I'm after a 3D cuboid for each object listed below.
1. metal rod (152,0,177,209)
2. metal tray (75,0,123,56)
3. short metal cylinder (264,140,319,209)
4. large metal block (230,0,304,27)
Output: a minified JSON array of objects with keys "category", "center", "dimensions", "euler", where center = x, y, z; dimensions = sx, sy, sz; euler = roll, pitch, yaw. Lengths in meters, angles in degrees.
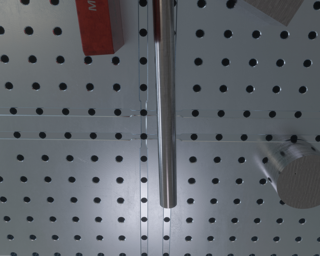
[{"category":"metal rod","center":[0.008,-0.029,0.402],"dimensions":[0.025,0.025,0.298],"euler":[-2,110,0]},{"category":"metal tray","center":[-0.064,-0.147,0.323],"dimensions":[0.030,0.090,0.129],"euler":[-4,110,1]},{"category":"short metal cylinder","center":[0.192,0.063,0.425],"dimensions":[0.081,0.050,0.079],"euler":[0,110,0]},{"category":"large metal block","center":[0.121,-0.168,0.339],"dimensions":[0.080,0.050,0.080],"euler":[27,108,-10]}]
